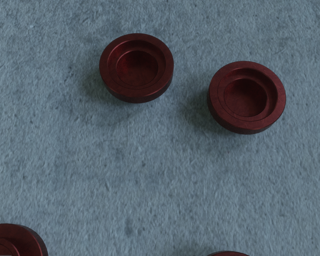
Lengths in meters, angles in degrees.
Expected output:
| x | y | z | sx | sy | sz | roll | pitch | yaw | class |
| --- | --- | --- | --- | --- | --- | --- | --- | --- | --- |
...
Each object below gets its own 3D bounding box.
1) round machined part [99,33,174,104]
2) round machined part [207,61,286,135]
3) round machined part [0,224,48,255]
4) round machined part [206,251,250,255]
| x | y | z | sx | sy | sz | roll | pitch | yaw | class |
| --- | --- | --- | --- | --- | --- | --- | --- | --- | --- |
| -0.031 | -0.078 | 0.427 | 0.099 | 0.042 | 0.098 | 0 | 70 | -1 | round machined part |
| 0.111 | -0.037 | 0.414 | 0.099 | 0.042 | 0.098 | 0 | 70 | -1 | round machined part |
| -0.179 | 0.156 | 0.340 | 0.099 | 0.042 | 0.098 | 0 | 70 | -1 | round machined part |
| 0.074 | 0.184 | 0.333 | 0.099 | 0.042 | 0.098 | 0 | 70 | -1 | round machined part |
